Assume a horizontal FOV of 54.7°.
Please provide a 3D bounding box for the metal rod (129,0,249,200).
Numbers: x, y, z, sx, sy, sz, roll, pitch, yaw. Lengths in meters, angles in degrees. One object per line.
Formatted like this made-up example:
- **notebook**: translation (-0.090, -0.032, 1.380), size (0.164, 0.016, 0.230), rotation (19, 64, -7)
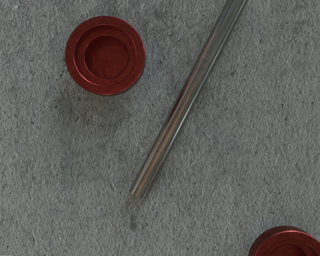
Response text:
- **metal rod**: translation (0.039, -0.045, 0.410), size (0.025, 0.025, 0.299), rotation (27, 90, 0)

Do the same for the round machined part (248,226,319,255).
- **round machined part**: translation (0.162, 0.175, 0.403), size (0.099, 0.042, 0.097), rotation (0, 90, 0)

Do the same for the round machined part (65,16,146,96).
- **round machined part**: translation (-0.068, -0.089, 0.401), size (0.099, 0.042, 0.097), rotation (0, 90, 0)
